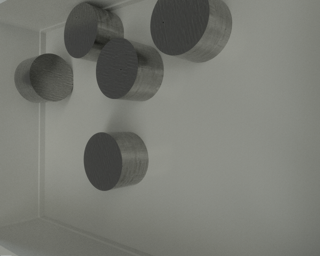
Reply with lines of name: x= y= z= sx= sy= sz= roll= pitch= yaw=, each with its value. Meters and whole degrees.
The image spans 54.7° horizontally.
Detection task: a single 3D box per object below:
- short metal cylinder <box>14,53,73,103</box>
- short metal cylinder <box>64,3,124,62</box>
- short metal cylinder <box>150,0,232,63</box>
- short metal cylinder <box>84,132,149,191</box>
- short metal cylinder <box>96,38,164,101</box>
short metal cylinder: x=-0.198 y=-0.084 z=0.531 sx=0.050 sy=0.081 sz=0.079 roll=-1 pitch=90 yaw=40
short metal cylinder: x=-0.101 y=-0.142 z=0.471 sx=0.080 sy=0.050 sz=0.079 roll=0 pitch=90 yaw=39
short metal cylinder: x=0.036 y=-0.120 z=0.360 sx=0.080 sy=0.050 sz=0.079 roll=0 pitch=90 yaw=39
short metal cylinder: x=-0.063 y=0.045 z=0.440 sx=0.080 sy=0.050 sz=0.079 roll=0 pitch=90 yaw=39
short metal cylinder: x=-0.042 y=-0.078 z=0.423 sx=0.080 sy=0.050 sz=0.079 roll=0 pitch=90 yaw=39
